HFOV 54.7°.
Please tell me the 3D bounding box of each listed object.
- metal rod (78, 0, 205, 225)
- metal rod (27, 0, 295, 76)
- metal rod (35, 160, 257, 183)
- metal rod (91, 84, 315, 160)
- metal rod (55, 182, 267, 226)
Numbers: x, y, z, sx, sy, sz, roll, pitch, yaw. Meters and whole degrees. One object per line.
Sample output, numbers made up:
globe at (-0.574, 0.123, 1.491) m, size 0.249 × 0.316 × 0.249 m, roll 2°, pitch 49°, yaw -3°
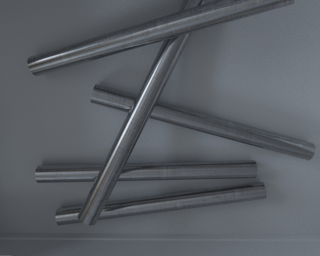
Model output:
metal rod at (-0.025, -0.016, 0.376) m, size 0.025 × 0.025 × 0.299 m, roll 26°, pitch 97°, yaw -10°
metal rod at (-0.012, -0.106, 0.345) m, size 0.301 × 0.025 × 0.025 m, roll -12°, pitch 110°, yaw 14°
metal rod at (-0.018, 0.061, 0.433) m, size 0.302 × 0.025 × 0.025 m, roll -1°, pitch 110°, yaw 0°
metal rod at (0.061, -0.006, 0.410) m, size 0.302 × 0.025 × 0.025 m, roll 15°, pitch 109°, yaw -6°
metal rod at (0.000, 0.110, 0.452) m, size 0.302 × 0.025 × 0.025 m, roll -8°, pitch 110°, yaw 2°
